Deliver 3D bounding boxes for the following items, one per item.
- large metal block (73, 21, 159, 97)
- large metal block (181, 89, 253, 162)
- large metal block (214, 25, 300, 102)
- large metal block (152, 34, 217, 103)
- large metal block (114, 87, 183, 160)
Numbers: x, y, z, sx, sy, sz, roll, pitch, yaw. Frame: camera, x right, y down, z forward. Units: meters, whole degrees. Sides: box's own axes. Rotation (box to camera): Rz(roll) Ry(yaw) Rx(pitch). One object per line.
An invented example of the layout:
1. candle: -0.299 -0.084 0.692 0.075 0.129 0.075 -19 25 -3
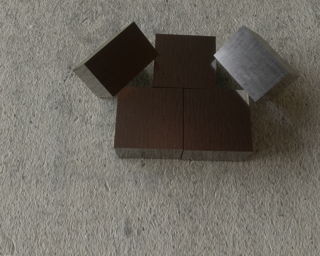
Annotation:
1. large metal block: -0.060 -0.085 0.403 0.080 0.080 0.050 -45 111 -15
2. large metal block: 0.069 -0.002 0.396 0.081 0.050 0.080 1 70 0
3. large metal block: 0.128 -0.081 0.405 0.050 0.080 0.080 -45 72 27
4. large metal block: 0.033 -0.079 0.426 0.081 0.050 0.080 3 70 0
5. large metal block: -0.013 -0.005 0.397 0.081 0.050 0.080 1 70 0
